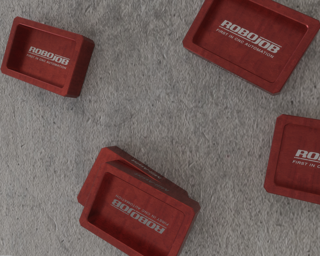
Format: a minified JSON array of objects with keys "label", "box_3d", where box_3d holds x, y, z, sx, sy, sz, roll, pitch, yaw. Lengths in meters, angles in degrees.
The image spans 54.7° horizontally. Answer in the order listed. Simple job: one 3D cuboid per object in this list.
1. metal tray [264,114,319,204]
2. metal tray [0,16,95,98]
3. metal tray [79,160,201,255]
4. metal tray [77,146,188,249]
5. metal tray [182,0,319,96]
[{"label":"metal tray","box_3d":[0.189,0.039,0.339,0.130,0.030,0.089,11,94,19]},{"label":"metal tray","box_3d":[-0.171,-0.107,0.466,0.130,0.030,0.089,21,97,18]},{"label":"metal tray","box_3d":[-0.027,0.107,0.383,0.130,0.030,0.089,25,98,18]},{"label":"metal tray","box_3d":[-0.039,0.094,0.420,0.130,0.030,0.090,31,100,17]},{"label":"metal tray","box_3d":[0.104,-0.107,0.369,0.130,0.030,0.090,32,100,17]}]
